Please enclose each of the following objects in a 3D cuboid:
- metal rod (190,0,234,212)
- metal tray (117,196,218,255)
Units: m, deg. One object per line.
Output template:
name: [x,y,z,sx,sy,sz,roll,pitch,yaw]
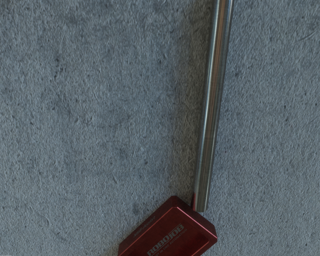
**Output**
metal rod: [0.065,-0.024,0.401,0.025,0.025,0.298,3,110,-1]
metal tray: [0.010,0.175,0.471,0.090,0.030,0.130,41,105,-14]
